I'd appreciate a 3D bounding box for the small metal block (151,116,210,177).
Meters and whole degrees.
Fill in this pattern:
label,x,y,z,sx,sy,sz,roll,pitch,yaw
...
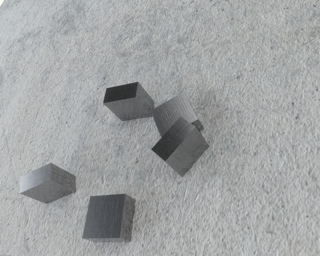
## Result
label,x,y,z,sx,sy,sz,roll,pitch,yaw
small metal block,0.025,0.023,0.361,0.050,0.050,0.025,-48,51,-6

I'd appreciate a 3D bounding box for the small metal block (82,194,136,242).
label,x,y,z,sx,sy,sz,roll,pitch,yaw
small metal block,-0.060,0.108,0.369,0.050,0.025,0.050,-9,58,23

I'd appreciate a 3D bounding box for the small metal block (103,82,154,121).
label,x,y,z,sx,sy,sz,roll,pitch,yaw
small metal block,-0.042,-0.036,0.432,0.050,0.050,0.025,-8,59,24

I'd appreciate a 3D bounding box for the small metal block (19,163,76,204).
label,x,y,z,sx,sy,sz,roll,pitch,yaw
small metal block,-0.151,0.076,0.420,0.050,0.050,0.025,-24,53,14

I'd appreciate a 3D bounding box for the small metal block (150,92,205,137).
label,x,y,z,sx,sy,sz,roll,pitch,yaw
small metal block,0.022,-0.011,0.399,0.050,0.025,0.050,-30,52,9
